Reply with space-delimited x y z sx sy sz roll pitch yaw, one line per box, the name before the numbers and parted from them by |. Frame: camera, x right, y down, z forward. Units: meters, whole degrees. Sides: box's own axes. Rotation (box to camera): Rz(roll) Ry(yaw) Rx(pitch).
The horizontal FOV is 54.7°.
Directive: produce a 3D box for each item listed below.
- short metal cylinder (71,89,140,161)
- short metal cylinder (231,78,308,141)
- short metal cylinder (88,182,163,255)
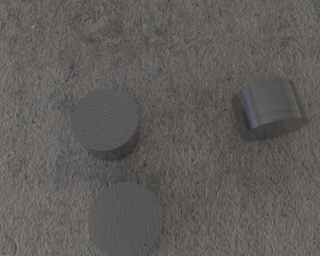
short metal cylinder | -0.067 -0.003 0.395 0.081 0.050 0.080 0 70 0
short metal cylinder | 0.135 -0.020 0.387 0.081 0.080 0.050 -9 71 -3
short metal cylinder | -0.037 0.106 0.356 0.081 0.050 0.080 0 70 0
